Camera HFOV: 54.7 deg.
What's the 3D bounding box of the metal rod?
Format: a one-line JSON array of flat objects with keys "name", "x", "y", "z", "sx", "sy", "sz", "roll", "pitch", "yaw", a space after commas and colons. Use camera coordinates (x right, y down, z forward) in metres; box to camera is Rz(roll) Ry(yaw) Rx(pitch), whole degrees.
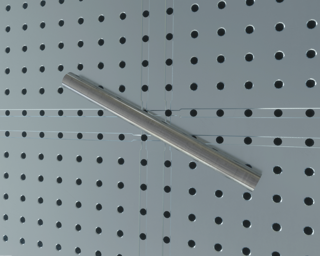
[{"name": "metal rod", "x": -0.010, "y": -0.003, "z": 0.415, "sx": 0.301, "sy": 0.025, "sz": 0.025, "roll": 29, "pitch": 99, "yaw": 17}]
